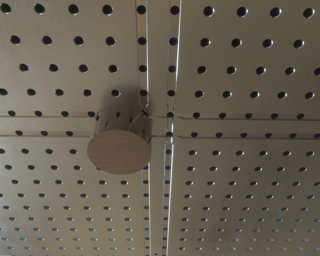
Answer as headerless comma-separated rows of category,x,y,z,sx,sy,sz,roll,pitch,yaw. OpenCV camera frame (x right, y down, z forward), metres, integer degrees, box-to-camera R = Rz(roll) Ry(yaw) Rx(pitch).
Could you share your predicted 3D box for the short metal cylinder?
short metal cylinder,-0.051,0.016,0.409,0.080,0.050,0.080,0,130,0
